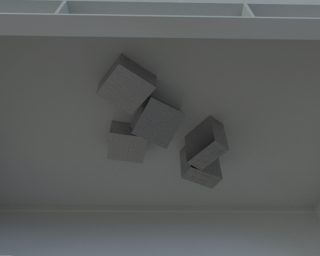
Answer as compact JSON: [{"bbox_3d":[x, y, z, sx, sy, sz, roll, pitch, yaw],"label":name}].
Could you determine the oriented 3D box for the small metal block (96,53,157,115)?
[{"bbox_3d":[-0.039,-0.051,0.365,0.050,0.025,0.050,30,124,-23],"label":"small metal block"}]

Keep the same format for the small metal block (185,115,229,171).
[{"bbox_3d":[0.060,0.020,0.410,0.025,0.050,0.050,32,123,-24],"label":"small metal block"}]

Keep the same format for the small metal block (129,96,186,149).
[{"bbox_3d":[-0.004,-0.009,0.389,0.050,0.025,0.050,25,100,-20],"label":"small metal block"}]

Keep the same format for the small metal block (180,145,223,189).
[{"bbox_3d":[0.057,0.052,0.437,0.050,0.050,0.025,22,127,-18],"label":"small metal block"}]

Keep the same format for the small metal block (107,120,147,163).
[{"bbox_3d":[-0.044,0.020,0.425,0.050,0.025,0.050,8,130,-7],"label":"small metal block"}]
